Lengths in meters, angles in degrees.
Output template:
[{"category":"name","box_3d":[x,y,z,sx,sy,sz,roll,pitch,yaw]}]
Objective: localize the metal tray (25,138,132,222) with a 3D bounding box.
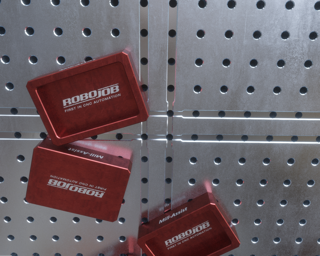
[{"category":"metal tray","box_3d":[-0.113,0.075,0.437,0.131,0.030,0.089,15,109,-6]}]

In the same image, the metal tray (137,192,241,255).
[{"category":"metal tray","box_3d":[0.042,0.165,0.471,0.130,0.030,0.090,-29,108,10]}]

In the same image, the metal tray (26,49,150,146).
[{"category":"metal tray","box_3d":[-0.088,-0.037,0.396,0.130,0.030,0.090,-16,109,5]}]
